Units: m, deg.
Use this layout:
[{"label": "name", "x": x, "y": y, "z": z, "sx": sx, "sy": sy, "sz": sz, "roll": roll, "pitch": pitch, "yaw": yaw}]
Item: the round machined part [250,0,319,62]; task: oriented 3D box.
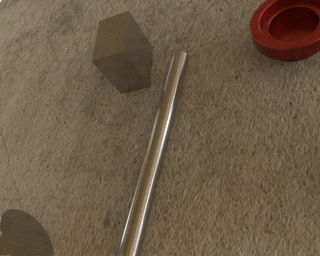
[{"label": "round machined part", "x": 0.165, "y": -0.121, "z": 0.381, "sx": 0.098, "sy": 0.042, "sz": 0.098, "roll": -13, "pitch": 56, "yaw": 20}]

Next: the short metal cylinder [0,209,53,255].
[{"label": "short metal cylinder", "x": -0.177, "y": 0.145, "z": 0.370, "sx": 0.050, "sy": 0.080, "sz": 0.080, "roll": -40, "pitch": 51, "yaw": 1}]

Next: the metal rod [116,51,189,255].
[{"label": "metal rod", "x": -0.005, "y": 0.028, "z": 0.387, "sx": 0.025, "sy": 0.025, "sz": 0.300, "roll": 1, "pitch": 62, "yaw": 28}]

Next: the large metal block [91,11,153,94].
[{"label": "large metal block", "x": -0.052, "y": -0.110, "z": 0.462, "sx": 0.050, "sy": 0.080, "sz": 0.080, "roll": -11, "pitch": 57, "yaw": 22}]
